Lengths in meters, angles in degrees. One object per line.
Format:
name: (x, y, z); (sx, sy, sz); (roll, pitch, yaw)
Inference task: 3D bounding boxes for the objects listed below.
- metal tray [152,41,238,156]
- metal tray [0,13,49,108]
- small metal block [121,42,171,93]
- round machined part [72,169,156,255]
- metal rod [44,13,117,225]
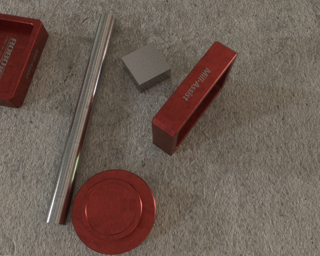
metal tray: (0.041, -0.034, 0.386); (0.030, 0.090, 0.130); (35, 73, 11)
metal tray: (-0.224, -0.098, 0.438); (0.091, 0.030, 0.130); (10, 70, 3)
small metal block: (-0.019, -0.086, 0.439); (0.050, 0.025, 0.050); (-30, 73, -11)
round machined part: (-0.054, 0.096, 0.363); (0.099, 0.042, 0.098); (0, 70, -1)
metal rod: (-0.101, -0.026, 0.416); (0.025, 0.025, 0.299); (8, 70, 3)
